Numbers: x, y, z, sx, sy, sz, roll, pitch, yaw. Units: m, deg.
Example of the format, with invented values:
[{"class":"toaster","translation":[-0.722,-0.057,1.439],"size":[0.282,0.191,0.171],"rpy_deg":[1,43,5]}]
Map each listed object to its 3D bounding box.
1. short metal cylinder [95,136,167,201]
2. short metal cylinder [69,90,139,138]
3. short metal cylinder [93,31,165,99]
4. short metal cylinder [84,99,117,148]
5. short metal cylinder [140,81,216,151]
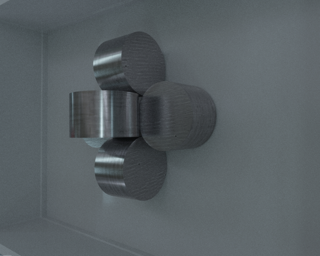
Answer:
[{"class":"short metal cylinder","translation":[-0.036,0.050,0.398],"size":[0.050,0.081,0.080],"rpy_deg":[-2,89,39]},{"class":"short metal cylinder","translation":[-0.065,-0.014,0.365],"size":[0.080,0.081,0.050],"rpy_deg":[-1,89,40]},{"class":"short metal cylinder","translation":[-0.038,-0.079,0.400],"size":[0.050,0.081,0.080],"rpy_deg":[-2,89,39]},{"class":"short metal cylinder","translation":[-0.073,-0.013,0.449],"size":[0.080,0.050,0.080],"rpy_deg":[0,90,40]},{"class":"short metal cylinder","translation":[0.020,-0.014,0.372],"size":[0.080,0.050,0.080],"rpy_deg":[0,90,40]}]
